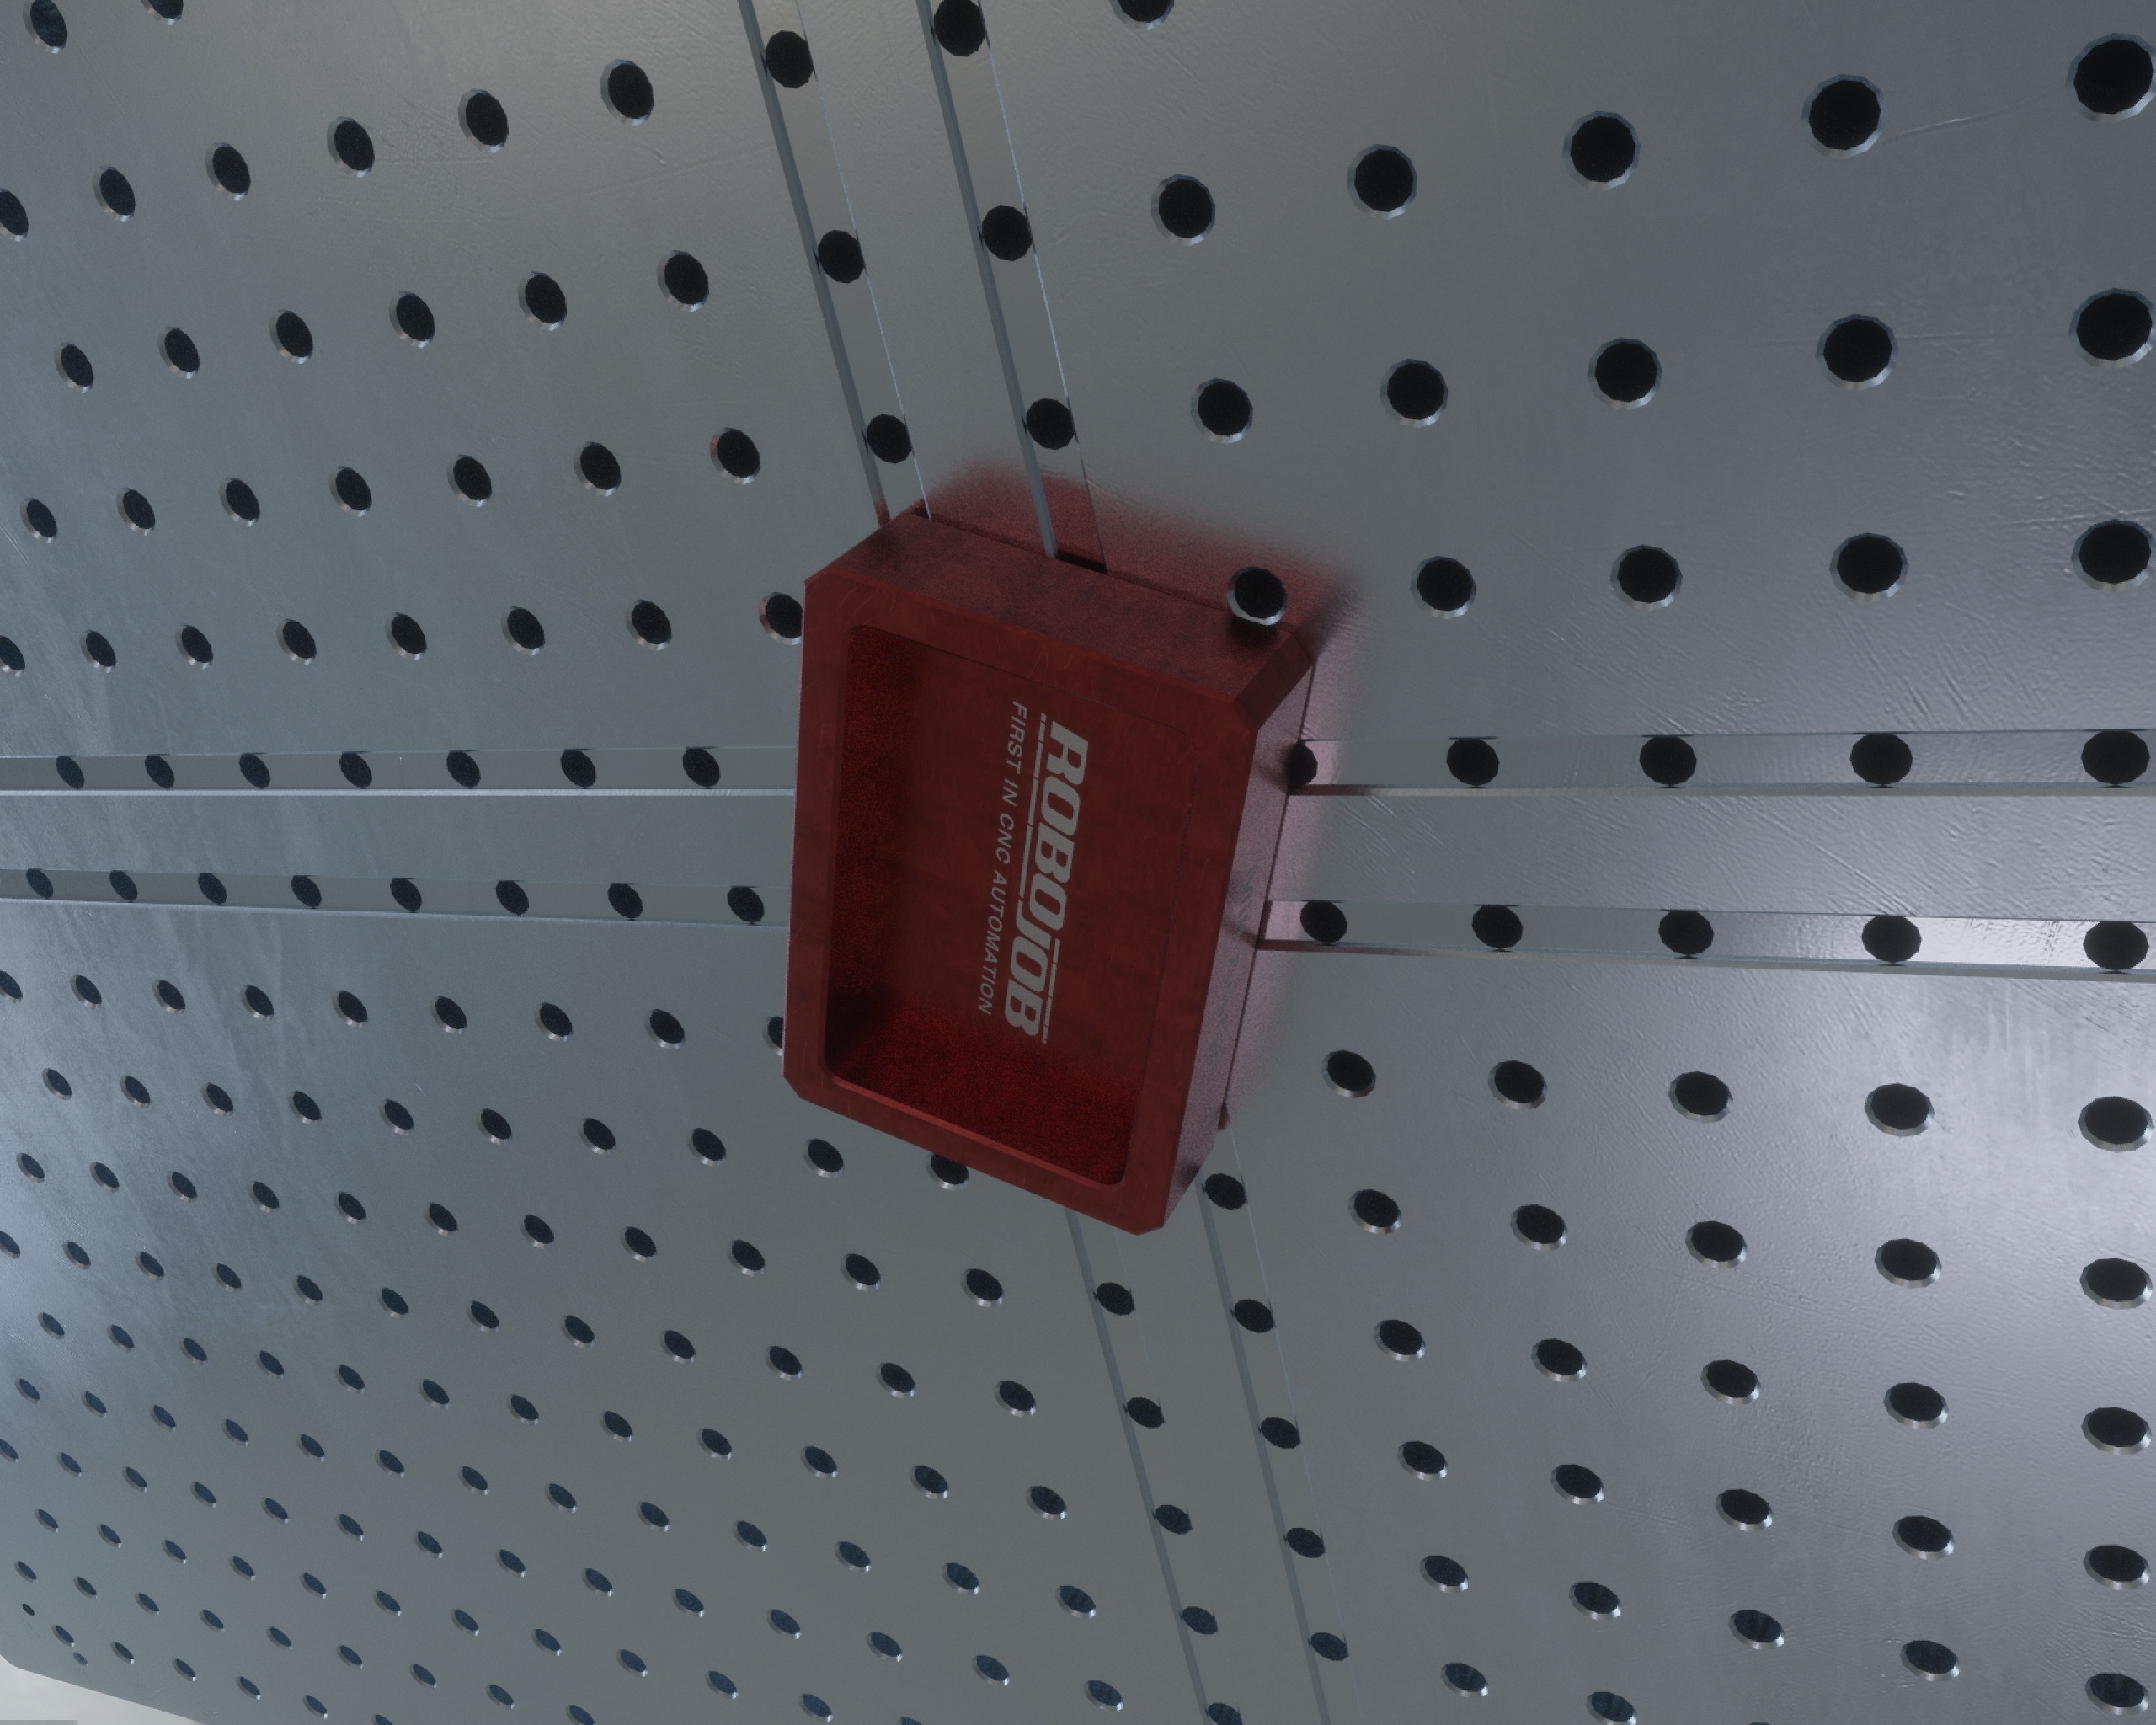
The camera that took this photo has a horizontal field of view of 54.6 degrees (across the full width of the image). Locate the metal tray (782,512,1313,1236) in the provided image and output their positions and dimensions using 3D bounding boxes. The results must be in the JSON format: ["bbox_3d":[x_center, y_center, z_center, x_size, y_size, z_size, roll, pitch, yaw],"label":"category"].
[{"bbox_3d":[-0.011,0.005,0.416,0.090,0.030,0.129,20,126,16],"label":"metal tray"}]
